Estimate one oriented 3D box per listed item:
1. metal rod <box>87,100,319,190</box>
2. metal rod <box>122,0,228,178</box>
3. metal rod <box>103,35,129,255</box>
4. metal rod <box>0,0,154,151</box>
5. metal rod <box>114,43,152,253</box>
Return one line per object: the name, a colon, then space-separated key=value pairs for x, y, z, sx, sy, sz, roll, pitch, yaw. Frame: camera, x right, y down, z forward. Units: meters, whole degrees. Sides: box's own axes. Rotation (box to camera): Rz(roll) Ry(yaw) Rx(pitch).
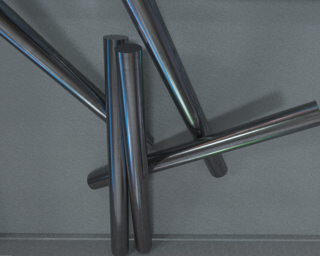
metal rod: x=0.030 y=0.030 z=0.370 sx=0.300 sy=0.025 sz=0.025 roll=-20 pitch=111 yaw=28
metal rod: x=0.026 y=-0.034 z=0.335 sx=0.025 sy=0.025 sz=0.299 roll=-24 pitch=133 yaw=8
metal rod: x=-0.050 y=0.042 z=0.375 sx=0.025 sy=0.025 sz=0.298 roll=2 pitch=117 yaw=-1
metal rod: x=-0.099 y=-0.057 z=0.322 sx=0.025 sy=0.025 sz=0.300 roll=-35 pitch=133 yaw=12
metal rod: x=-0.026 y=0.049 z=0.367 sx=0.025 sy=0.025 sz=0.298 roll=-1 pitch=125 yaw=0
